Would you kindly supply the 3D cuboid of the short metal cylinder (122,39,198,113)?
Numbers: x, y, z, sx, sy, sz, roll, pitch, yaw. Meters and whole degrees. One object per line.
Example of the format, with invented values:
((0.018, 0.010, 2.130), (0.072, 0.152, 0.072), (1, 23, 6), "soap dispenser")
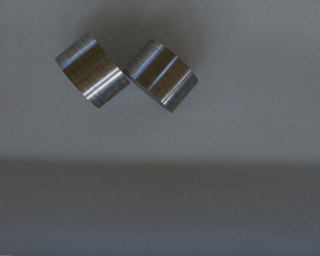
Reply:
((0.000, -0.063, 0.384), (0.080, 0.080, 0.050), (40, 90, 0), "short metal cylinder")

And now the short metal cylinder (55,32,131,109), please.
((-0.082, -0.071, 0.383), (0.050, 0.080, 0.080), (-40, 90, 0), "short metal cylinder")
